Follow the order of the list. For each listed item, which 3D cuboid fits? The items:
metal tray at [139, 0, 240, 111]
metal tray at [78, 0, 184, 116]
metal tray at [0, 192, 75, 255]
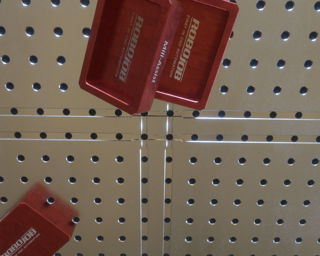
[{"bbox_3d":[0.029,-0.095,0.375,0.090,0.030,0.129,15,109,-6],"label":"metal tray"},{"bbox_3d":[-0.037,-0.091,0.353,0.090,0.030,0.129,28,112,22],"label":"metal tray"},{"bbox_3d":[-0.206,0.169,0.471,0.130,0.030,0.090,-43,105,14],"label":"metal tray"}]
